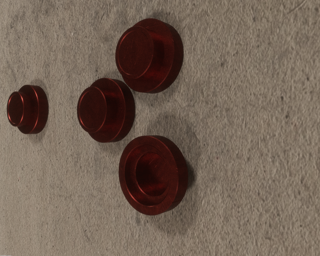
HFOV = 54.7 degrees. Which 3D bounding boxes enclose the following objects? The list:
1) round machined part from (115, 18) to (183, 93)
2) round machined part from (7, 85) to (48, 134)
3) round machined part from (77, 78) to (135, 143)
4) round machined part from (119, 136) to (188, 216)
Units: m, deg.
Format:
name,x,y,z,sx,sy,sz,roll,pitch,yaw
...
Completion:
name,x,y,z,sx,sy,sz,roll,pitch,yaw
round machined part,-0.021,-0.096,0.409,0.098,0.042,0.097,0,90,39
round machined part,-0.265,-0.036,0.608,0.098,0.042,0.097,0,90,39
round machined part,-0.087,-0.026,0.463,0.098,0.042,0.097,0,90,39
round machined part,-0.004,0.058,0.395,0.098,0.042,0.097,0,90,39
